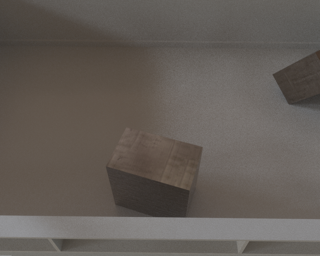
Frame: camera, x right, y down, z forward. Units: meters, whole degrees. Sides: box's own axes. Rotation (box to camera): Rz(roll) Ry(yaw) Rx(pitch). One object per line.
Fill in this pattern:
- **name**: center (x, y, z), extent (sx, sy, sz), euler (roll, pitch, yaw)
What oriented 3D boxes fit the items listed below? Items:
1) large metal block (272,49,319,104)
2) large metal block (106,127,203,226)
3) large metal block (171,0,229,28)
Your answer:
- **large metal block**: center (0.222, -0.081, 0.429), extent (0.081, 0.080, 0.050), euler (-28, 89, -21)
- **large metal block**: center (-0.004, 0.052, 0.325), extent (0.080, 0.080, 0.050), euler (14, 52, 12)
- **large metal block**: center (0.075, -0.245, 0.598), extent (0.081, 0.050, 0.080), euler (-21, 53, -17)
